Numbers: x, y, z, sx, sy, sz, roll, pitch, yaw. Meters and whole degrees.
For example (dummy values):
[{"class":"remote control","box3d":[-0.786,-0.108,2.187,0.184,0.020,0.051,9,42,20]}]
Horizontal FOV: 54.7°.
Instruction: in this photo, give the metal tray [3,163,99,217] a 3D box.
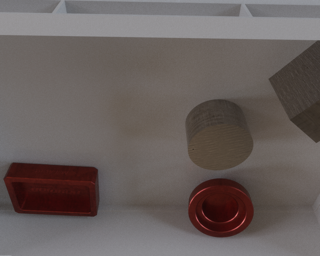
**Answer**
[{"class":"metal tray","box3d":[-0.164,0.099,0.487,0.131,0.030,0.089,4,130,-4]}]

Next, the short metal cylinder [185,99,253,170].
[{"class":"short metal cylinder","box3d":[0.075,0.010,0.402,0.081,0.050,0.079,0,130,0]}]

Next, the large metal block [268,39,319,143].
[{"class":"large metal block","box3d":[0.178,-0.044,0.338,0.050,0.080,0.080,34,122,-26]}]

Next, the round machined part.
[{"class":"round machined part","box3d":[0.094,0.121,0.490,0.099,0.042,0.097,2,113,5]}]
